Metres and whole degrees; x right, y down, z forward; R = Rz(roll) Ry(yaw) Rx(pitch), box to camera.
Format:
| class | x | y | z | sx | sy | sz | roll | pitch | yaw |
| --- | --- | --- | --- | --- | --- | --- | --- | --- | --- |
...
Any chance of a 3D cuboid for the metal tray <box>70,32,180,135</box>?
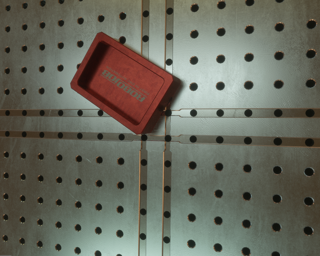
| class | x | y | z | sx | sy | sz | roll | pitch | yaw |
| --- | --- | --- | --- | --- | --- | --- | --- | --- | --- |
| metal tray | -0.050 | -0.061 | 0.426 | 0.130 | 0.030 | 0.090 | 34 | 101 | 16 |
